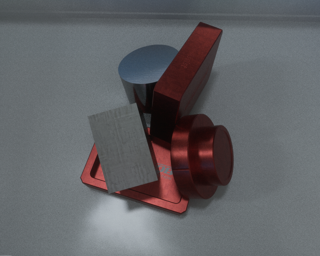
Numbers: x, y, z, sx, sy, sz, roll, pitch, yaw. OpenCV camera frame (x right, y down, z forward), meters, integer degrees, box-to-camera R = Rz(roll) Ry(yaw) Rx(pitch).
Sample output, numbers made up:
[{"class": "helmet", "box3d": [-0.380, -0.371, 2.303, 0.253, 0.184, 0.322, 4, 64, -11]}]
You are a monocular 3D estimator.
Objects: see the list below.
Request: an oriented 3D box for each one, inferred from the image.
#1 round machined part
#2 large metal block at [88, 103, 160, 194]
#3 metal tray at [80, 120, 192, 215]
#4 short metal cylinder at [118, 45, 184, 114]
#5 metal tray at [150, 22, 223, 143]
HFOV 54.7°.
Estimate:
[{"class": "round machined part", "box3d": [0.054, 0.032, 0.355, 0.042, 0.098, 0.098, -6, 67, 30]}, {"class": "large metal block", "box3d": [-0.036, 0.022, 0.346, 0.050, 0.080, 0.080, -16, 87, 0]}, {"class": "metal tray", "box3d": [-0.020, 0.046, 0.387, 0.131, 0.030, 0.090, 16, 71, 6]}, {"class": "short metal cylinder", "box3d": [-0.008, -0.064, 0.402, 0.080, 0.050, 0.080, -7, 47, 8]}, {"class": "metal tray", "box3d": [0.032, -0.056, 0.378, 0.030, 0.089, 0.130, 24, 56, 11]}]
